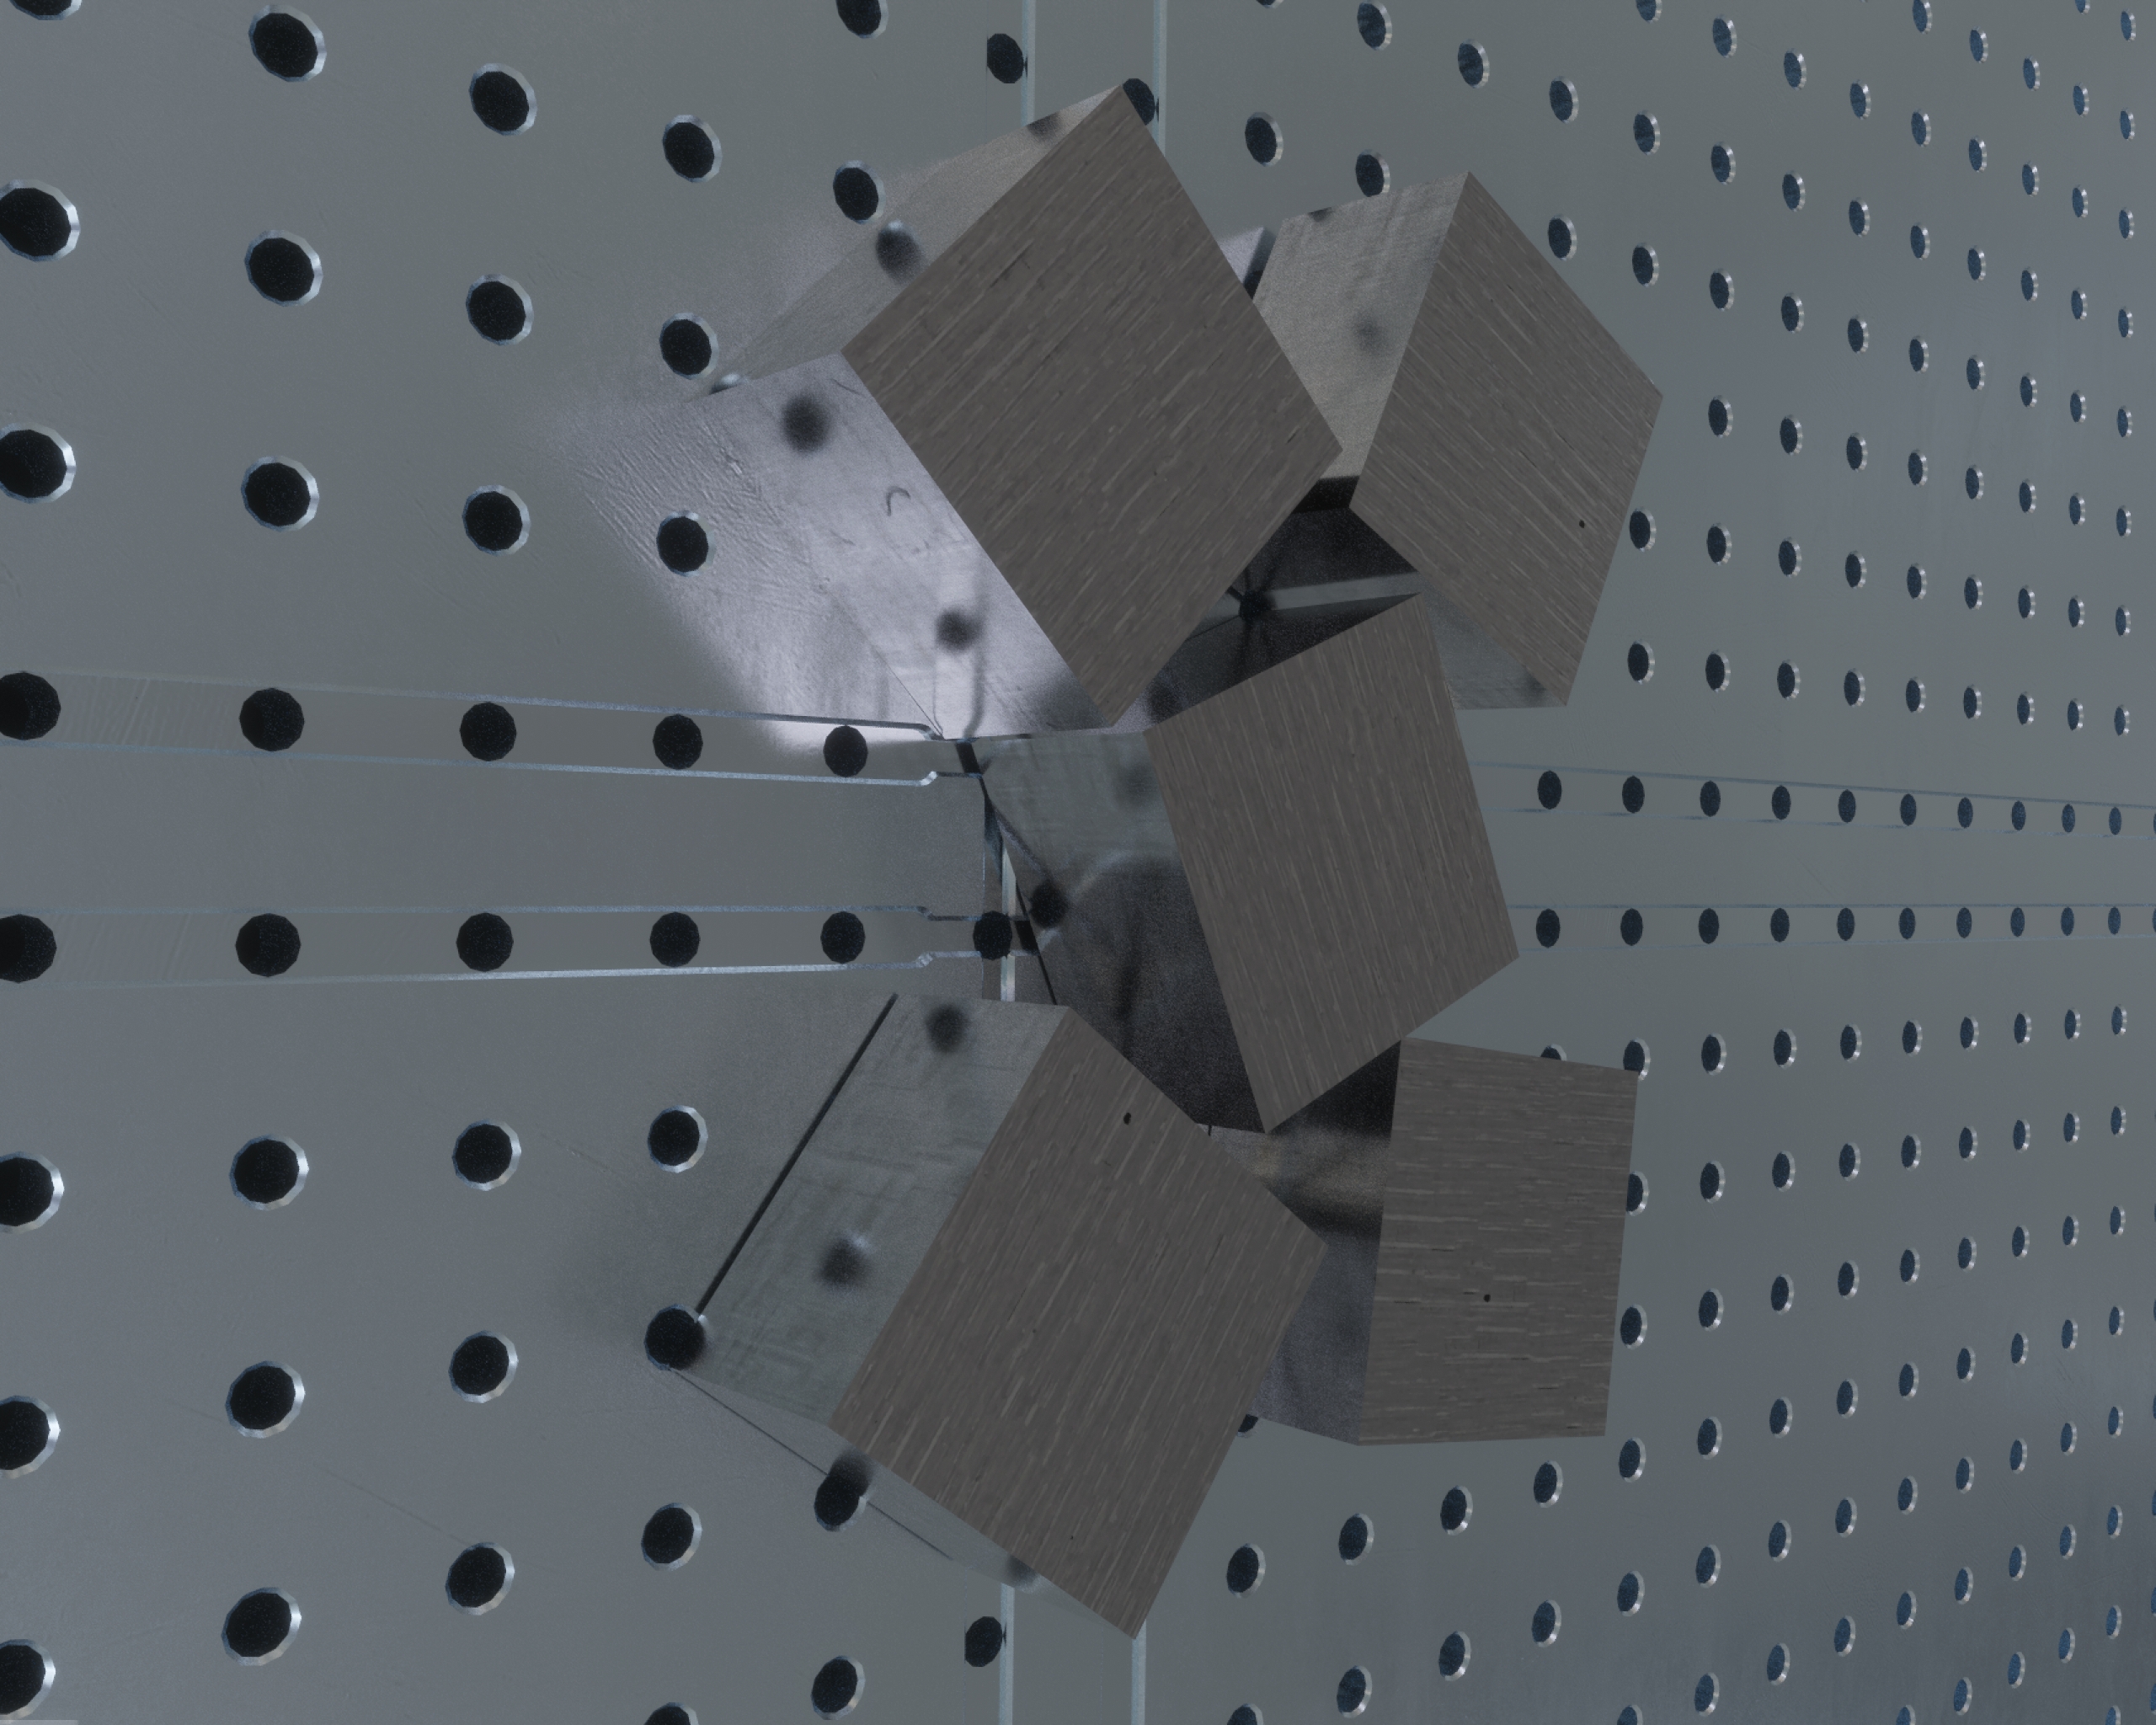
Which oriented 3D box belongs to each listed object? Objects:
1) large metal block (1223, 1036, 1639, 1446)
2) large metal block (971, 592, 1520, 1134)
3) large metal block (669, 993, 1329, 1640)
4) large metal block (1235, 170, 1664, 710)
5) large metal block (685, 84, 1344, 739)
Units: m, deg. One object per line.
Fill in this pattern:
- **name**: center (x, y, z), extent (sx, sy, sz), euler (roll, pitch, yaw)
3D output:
- **large metal block**: center (0.073, 0.080, 0.453), extent (0.081, 0.050, 0.080), euler (12, 83, -40)
- **large metal block**: center (0.036, -0.002, 0.421), extent (0.081, 0.050, 0.080), euler (-28, 108, -36)
- **large metal block**: center (-0.012, 0.080, 0.380), extent (0.080, 0.050, 0.080), euler (45, 63, -30)
- **large metal block**: center (0.075, -0.087, 0.453), extent (0.080, 0.050, 0.080), euler (33, 70, -38)
- **large metal block**: center (-0.009, -0.080, 0.384), extent (0.080, 0.050, 0.080), euler (-51, 120, -27)
